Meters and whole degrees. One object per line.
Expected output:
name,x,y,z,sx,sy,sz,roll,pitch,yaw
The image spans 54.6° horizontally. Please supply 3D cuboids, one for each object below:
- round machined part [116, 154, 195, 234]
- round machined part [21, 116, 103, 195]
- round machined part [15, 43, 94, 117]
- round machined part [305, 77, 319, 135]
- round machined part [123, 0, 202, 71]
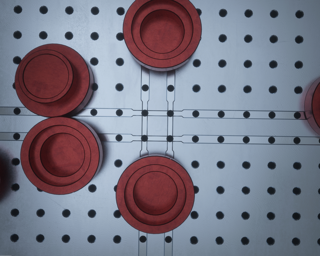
round machined part,-0.006,0.083,0.405,0.099,0.042,0.097,0,90,0
round machined part,-0.124,0.034,0.404,0.099,0.042,0.097,0,90,0
round machined part,-0.140,-0.062,0.400,0.099,0.042,0.098,0,86,1
round machined part,0.248,-0.030,0.406,0.099,0.042,0.097,0,90,0
round machined part,0.003,-0.123,0.405,0.099,0.042,0.097,0,90,0
